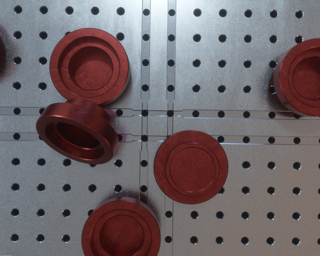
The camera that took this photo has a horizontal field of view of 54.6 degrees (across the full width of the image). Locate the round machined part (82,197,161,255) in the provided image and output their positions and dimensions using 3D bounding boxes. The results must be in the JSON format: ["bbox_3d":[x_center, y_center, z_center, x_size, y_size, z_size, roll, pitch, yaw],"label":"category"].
[{"bbox_3d":[-0.048,0.138,0.405,0.099,0.042,0.097,0,90,-1],"label":"round machined part"}]

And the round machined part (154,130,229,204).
[{"bbox_3d":[0.041,0.052,0.405,0.099,0.042,0.097,0,90,0],"label":"round machined part"}]

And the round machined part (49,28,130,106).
[{"bbox_3d":[-0.088,-0.076,0.404,0.099,0.042,0.097,0,90,0],"label":"round machined part"}]

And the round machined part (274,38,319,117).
[{"bbox_3d":[0.197,-0.063,0.406,0.099,0.042,0.097,0,90,0],"label":"round machined part"}]

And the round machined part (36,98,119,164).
[{"bbox_3d":[-0.098,0.001,0.386,0.098,0.097,0.042,19,55,0],"label":"round machined part"}]
